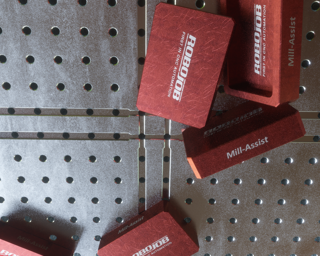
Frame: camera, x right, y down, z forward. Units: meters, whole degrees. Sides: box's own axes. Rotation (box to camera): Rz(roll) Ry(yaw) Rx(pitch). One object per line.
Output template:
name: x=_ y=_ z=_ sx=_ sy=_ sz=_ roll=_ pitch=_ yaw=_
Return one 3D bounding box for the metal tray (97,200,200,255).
metal tray: x=-0.017 y=0.179 z=0.477 sx=0.130 sy=0.030 sz=0.090 roll=-34 pitch=107 yaw=11

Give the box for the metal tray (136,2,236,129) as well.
metal tray: x=0.029 y=-0.073 z=0.370 sx=0.090 sy=0.030 sz=0.129 roll=17 pitch=110 yaw=12

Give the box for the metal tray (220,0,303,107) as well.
metal tray: x=0.109 y=-0.096 z=0.343 sx=0.030 sy=0.090 sz=0.129 roll=-16 pitch=112 yaw=-24

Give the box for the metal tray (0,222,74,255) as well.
metal tray: x=-0.215 y=0.212 z=0.485 sx=0.131 sy=0.030 sz=0.089 roll=27 pitch=108 yaw=-10

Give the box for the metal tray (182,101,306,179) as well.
metal tray: x=0.095 y=0.006 z=0.382 sx=0.130 sy=0.090 sz=0.030 roll=-24 pitch=109 yaw=8
